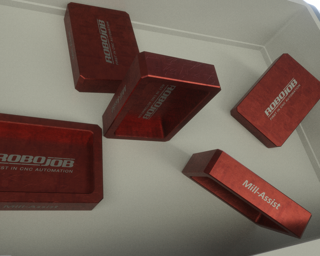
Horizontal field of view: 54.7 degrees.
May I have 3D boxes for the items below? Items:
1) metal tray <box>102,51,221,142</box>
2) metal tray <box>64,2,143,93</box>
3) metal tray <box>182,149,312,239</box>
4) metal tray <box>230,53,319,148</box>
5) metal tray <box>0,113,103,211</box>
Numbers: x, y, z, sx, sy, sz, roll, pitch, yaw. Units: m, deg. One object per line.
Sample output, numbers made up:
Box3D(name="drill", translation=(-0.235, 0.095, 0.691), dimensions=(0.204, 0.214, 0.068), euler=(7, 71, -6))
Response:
Box3D(name="metal tray", translation=(-0.004, -0.027, 0.354), dimensions=(0.091, 0.129, 0.030), euler=(5, 60, -26))
Box3D(name="metal tray", translation=(-0.077, -0.110, 0.429), dimensions=(0.091, 0.030, 0.130), euler=(-1, 62, -29))
Box3D(name="metal tray", translation=(0.097, 0.076, 0.368), dimensions=(0.130, 0.090, 0.030), euler=(35, 76, -5))
Box3D(name="metal tray", translation=(0.189, -0.043, 0.494), dimensions=(0.090, 0.030, 0.130), euler=(42, 80, 1))
Box3D(name="metal tray", translation=(-0.126, 0.035, 0.313), dimensions=(0.131, 0.030, 0.090), euler=(7, 59, -25))
